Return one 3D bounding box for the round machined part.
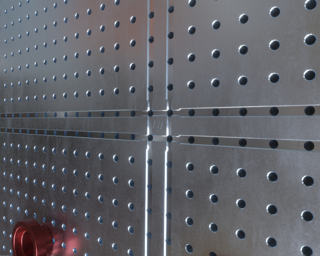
[{"bbox_3d":[-0.245,0.226,0.603,0.098,0.042,0.097,0,90,40],"label":"round machined part"}]
